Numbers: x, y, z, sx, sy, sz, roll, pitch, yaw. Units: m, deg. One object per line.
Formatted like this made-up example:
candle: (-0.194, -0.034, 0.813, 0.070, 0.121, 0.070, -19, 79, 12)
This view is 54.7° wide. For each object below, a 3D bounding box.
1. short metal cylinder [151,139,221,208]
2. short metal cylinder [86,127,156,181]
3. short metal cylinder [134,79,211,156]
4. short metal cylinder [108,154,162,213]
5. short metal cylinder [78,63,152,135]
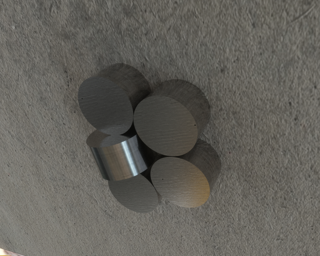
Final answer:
short metal cylinder: (0.035, 0.057, 0.409, 0.080, 0.050, 0.079, 14, 125, 21)
short metal cylinder: (-0.051, 0.026, 0.416, 0.080, 0.080, 0.050, -3, 117, 29)
short metal cylinder: (0.015, -0.013, 0.375, 0.080, 0.050, 0.079, 13, 125, 20)
short metal cylinder: (-0.028, 0.077, 0.455, 0.080, 0.050, 0.079, 14, 125, 21)
short metal cylinder: (-0.057, -0.037, 0.399, 0.080, 0.050, 0.079, 14, 125, 21)
